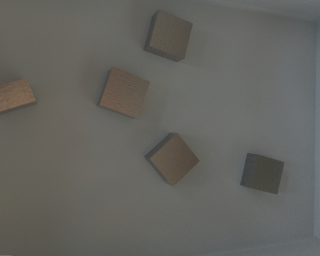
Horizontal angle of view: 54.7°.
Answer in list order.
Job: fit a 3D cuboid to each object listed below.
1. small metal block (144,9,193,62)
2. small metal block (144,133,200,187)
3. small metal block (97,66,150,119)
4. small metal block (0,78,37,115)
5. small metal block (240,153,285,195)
[{"bbox_3d":[0.011,-0.122,0.414,0.050,0.025,0.050,15,85,-20],"label":"small metal block"},{"bbox_3d":[0.016,0.041,0.416,0.050,0.025,0.050,-42,104,-15],"label":"small metal block"},{"bbox_3d":[-0.047,-0.044,0.393,0.050,0.025,0.050,20,84,-19],"label":"small metal block"},{"bbox_3d":[-0.164,-0.032,0.337,0.050,0.050,0.025,-20,97,-19],"label":"small metal block"},{"bbox_3d":[0.154,0.069,0.467,0.050,0.025,0.050,16,85,-19],"label":"small metal block"}]
